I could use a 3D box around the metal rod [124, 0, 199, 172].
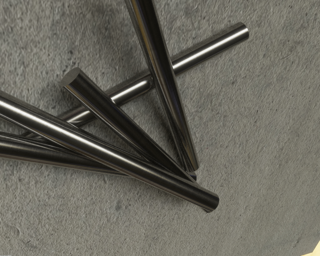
[{"bbox_3d":[0.011,-0.038,0.358,0.025,0.025,0.299,-31,138,-9],"label":"metal rod"}]

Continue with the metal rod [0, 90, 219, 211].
[{"bbox_3d":[-0.047,0.035,0.353,0.301,0.025,0.025,29,103,-27],"label":"metal rod"}]

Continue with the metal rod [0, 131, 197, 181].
[{"bbox_3d":[-0.060,0.045,0.380,0.302,0.025,0.025,18,109,-42],"label":"metal rod"}]

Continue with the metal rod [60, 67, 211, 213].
[{"bbox_3d":[-0.005,0.036,0.390,0.025,0.025,0.300,-43,128,1],"label":"metal rod"}]

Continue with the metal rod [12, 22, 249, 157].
[{"bbox_3d":[-0.026,-0.049,0.362,0.301,0.025,0.025,-29,128,-10],"label":"metal rod"}]
